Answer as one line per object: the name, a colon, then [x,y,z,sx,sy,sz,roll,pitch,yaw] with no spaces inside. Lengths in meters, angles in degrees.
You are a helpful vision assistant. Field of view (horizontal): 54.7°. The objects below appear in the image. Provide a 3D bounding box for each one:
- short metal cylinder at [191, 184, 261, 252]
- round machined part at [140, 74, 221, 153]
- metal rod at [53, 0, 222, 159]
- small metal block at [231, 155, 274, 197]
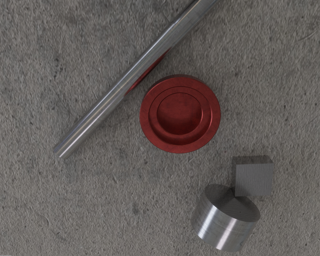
short metal cylinder: [0.089,0.121,0.426,0.080,0.080,0.050,19,109,-7]
round machined part: [0.025,-0.020,0.393,0.099,0.042,0.097,0,110,0]
metal rod: [-0.029,-0.068,0.384,0.025,0.025,0.299,43,104,-14]
small metal block: [0.129,0.067,0.436,0.050,0.025,0.050,-2,110,0]
